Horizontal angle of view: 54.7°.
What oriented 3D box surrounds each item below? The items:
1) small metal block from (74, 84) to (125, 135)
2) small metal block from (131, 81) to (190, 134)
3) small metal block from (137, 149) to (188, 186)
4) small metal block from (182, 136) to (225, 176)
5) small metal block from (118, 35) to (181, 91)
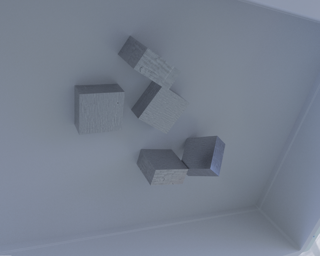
[{"bbox_3d":[-0.071,-0.022,0.357,0.050,0.025,0.050,-6,121,-26],"label":"small metal block"},{"bbox_3d":[0.001,-0.027,0.394,0.050,0.025,0.050,30,102,-38],"label":"small metal block"},{"bbox_3d":[0.002,0.053,0.428,0.050,0.050,0.025,3,117,-30],"label":"small metal block"},{"bbox_3d":[0.060,0.040,0.439,0.025,0.050,0.050,42,55,-40],"label":"small metal block"},{"bbox_3d":[-0.012,-0.072,0.343,0.050,0.050,0.025,27,103,-38],"label":"small metal block"}]
